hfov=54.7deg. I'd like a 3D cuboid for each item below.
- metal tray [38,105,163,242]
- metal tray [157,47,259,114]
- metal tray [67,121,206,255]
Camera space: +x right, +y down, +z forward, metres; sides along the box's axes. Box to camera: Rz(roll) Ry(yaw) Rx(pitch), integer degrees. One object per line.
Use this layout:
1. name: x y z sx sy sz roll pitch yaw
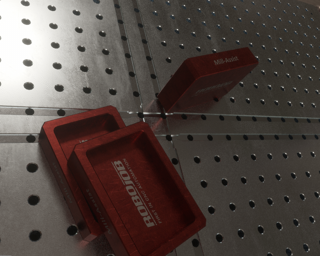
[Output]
1. metal tray: -0.065 0.044 0.343 0.091 0.030 0.130 -19 72 -36
2. metal tray: 0.070 -0.070 0.448 0.131 0.090 0.030 -19 72 -36
3. metal tray: -0.023 0.064 0.315 0.091 0.030 0.130 -22 74 -36
